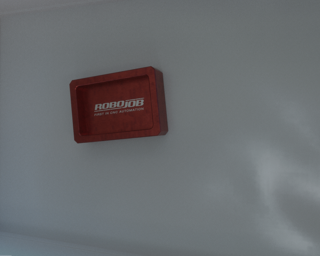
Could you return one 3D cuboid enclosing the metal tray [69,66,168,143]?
[{"bbox_3d":[-0.059,-0.029,0.428,0.130,0.030,0.090,-6,88,20],"label":"metal tray"}]
